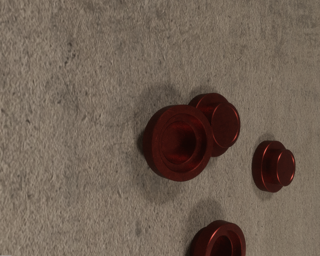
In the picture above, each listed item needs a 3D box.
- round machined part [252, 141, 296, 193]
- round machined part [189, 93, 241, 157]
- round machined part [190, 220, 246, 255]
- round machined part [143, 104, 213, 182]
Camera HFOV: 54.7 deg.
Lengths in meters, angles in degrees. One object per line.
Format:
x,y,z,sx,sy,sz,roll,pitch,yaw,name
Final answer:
0.218,0.073,0.581,0.099,0.042,0.097,0,90,-40,round machined part
0.084,-0.004,0.467,0.099,0.042,0.097,0,90,-40,round machined part
0.083,0.188,0.467,0.099,0.042,0.097,0,90,-40,round machined part
0.019,0.018,0.407,0.099,0.042,0.097,-1,92,-33,round machined part
